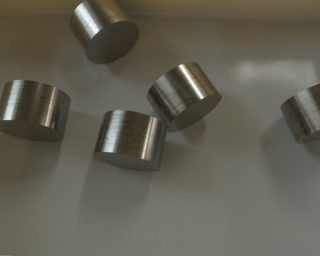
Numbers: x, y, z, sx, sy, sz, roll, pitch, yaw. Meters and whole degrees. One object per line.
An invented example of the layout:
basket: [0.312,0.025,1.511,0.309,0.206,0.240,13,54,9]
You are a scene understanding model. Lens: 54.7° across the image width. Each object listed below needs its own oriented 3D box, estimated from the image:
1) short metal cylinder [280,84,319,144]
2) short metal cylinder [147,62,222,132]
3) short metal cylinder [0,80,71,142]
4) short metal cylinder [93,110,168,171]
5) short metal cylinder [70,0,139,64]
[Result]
short metal cylinder: [0.201,-0.018,0.388,0.081,0.080,0.050,-15,71,-6]
short metal cylinder: [0.031,-0.038,0.394,0.080,0.080,0.050,-29,73,-10]
short metal cylinder: [-0.157,-0.019,0.386,0.080,0.080,0.050,4,70,1]
short metal cylinder: [-0.035,0.018,0.374,0.080,0.080,0.050,10,71,3]
short metal cylinder: [-0.076,-0.135,0.429,0.080,0.080,0.050,-30,73,-10]
